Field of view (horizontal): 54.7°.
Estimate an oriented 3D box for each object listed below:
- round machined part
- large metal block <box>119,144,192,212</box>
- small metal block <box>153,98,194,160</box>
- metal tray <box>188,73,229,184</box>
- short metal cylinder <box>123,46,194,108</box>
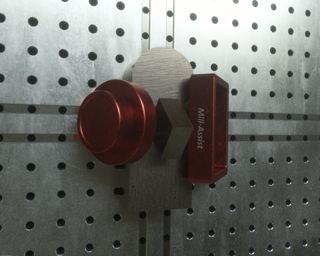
[{"bbox_3d":[-0.055,-0.006,0.349,0.042,0.098,0.097,2,89,-53],"label":"round machined part"},{"bbox_3d":[-0.006,0.059,0.397,0.081,0.050,0.080,2,89,-20],"label":"large metal block"},{"bbox_3d":[0.011,0.001,0.358,0.025,0.050,0.050,0,132,-23],"label":"small metal block"},{"bbox_3d":[0.066,0.001,0.404,0.030,0.090,0.129,1,90,23],"label":"metal tray"},{"bbox_3d":[-0.003,-0.059,0.397,0.081,0.050,0.080,0,90,-20],"label":"short metal cylinder"}]
